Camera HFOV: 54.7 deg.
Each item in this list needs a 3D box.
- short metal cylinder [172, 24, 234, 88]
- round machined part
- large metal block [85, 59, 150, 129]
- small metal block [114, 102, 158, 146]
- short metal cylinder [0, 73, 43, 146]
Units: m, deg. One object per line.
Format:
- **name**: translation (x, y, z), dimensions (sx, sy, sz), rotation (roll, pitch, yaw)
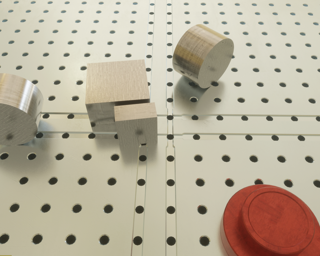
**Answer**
- **short metal cylinder**: translation (0.065, -0.106, 0.462), dimensions (0.080, 0.080, 0.050), rotation (-37, 59, -27)
- **round machined part**: translation (0.114, 0.099, 0.314), dimensions (0.099, 0.042, 0.098), rotation (0, 50, 0)
- **large metal block**: translation (-0.057, -0.048, 0.431), dimensions (0.081, 0.050, 0.080), rotation (-5, 50, -5)
- **small metal block**: translation (-0.030, -0.004, 0.394), dimensions (0.050, 0.050, 0.025), rotation (-6, 51, -5)
- **short metal cylinder**: translation (-0.192, -0.022, 0.389), dimensions (0.081, 0.080, 0.050), rotation (-4, 50, -4)
